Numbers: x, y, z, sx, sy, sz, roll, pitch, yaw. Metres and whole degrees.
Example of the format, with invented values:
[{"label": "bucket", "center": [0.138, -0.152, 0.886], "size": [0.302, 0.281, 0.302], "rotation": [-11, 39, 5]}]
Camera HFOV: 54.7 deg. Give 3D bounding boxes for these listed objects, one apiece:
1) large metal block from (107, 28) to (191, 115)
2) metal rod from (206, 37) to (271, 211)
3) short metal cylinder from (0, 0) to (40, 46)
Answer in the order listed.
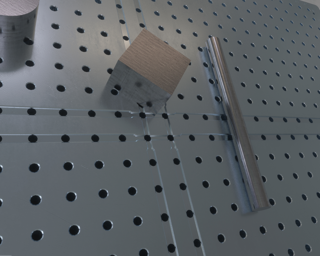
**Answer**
[{"label": "large metal block", "center": [-0.014, -0.079, 0.433], "size": [0.080, 0.050, 0.080], "rotation": [33, 51, -7]}, {"label": "metal rod", "center": [0.115, -0.023, 0.483], "size": [0.025, 0.025, 0.299], "rotation": [5, 59, -26]}, {"label": "short metal cylinder", "center": [-0.193, -0.149, 0.379], "size": [0.081, 0.050, 0.080], "rotation": [14, 56, -21]}]
